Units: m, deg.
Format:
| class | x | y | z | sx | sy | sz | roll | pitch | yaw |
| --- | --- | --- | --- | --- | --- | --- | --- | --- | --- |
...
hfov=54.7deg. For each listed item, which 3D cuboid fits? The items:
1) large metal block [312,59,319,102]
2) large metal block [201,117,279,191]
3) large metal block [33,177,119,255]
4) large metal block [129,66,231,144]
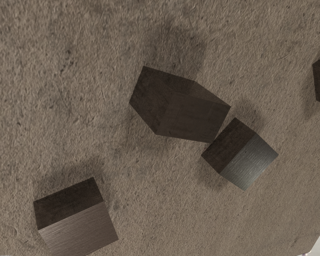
| class | x | y | z | sx | sy | sz | roll | pitch | yaw |
| --- | --- | --- | --- | --- | --- | --- | --- | --- | --- |
| large metal block | 0.304 | -0.086 | 0.507 | 0.080 | 0.050 | 0.080 | -35 | 129 | -6 |
| large metal block | 0.126 | 0.043 | 0.489 | 0.080 | 0.050 | 0.080 | -50 | 129 | 6 |
| large metal block | -0.109 | 0.123 | 0.409 | 0.081 | 0.050 | 0.080 | -22 | 127 | -16 |
| large metal block | 0.021 | -0.028 | 0.367 | 0.081 | 0.080 | 0.050 | 10 | 113 | -33 |
